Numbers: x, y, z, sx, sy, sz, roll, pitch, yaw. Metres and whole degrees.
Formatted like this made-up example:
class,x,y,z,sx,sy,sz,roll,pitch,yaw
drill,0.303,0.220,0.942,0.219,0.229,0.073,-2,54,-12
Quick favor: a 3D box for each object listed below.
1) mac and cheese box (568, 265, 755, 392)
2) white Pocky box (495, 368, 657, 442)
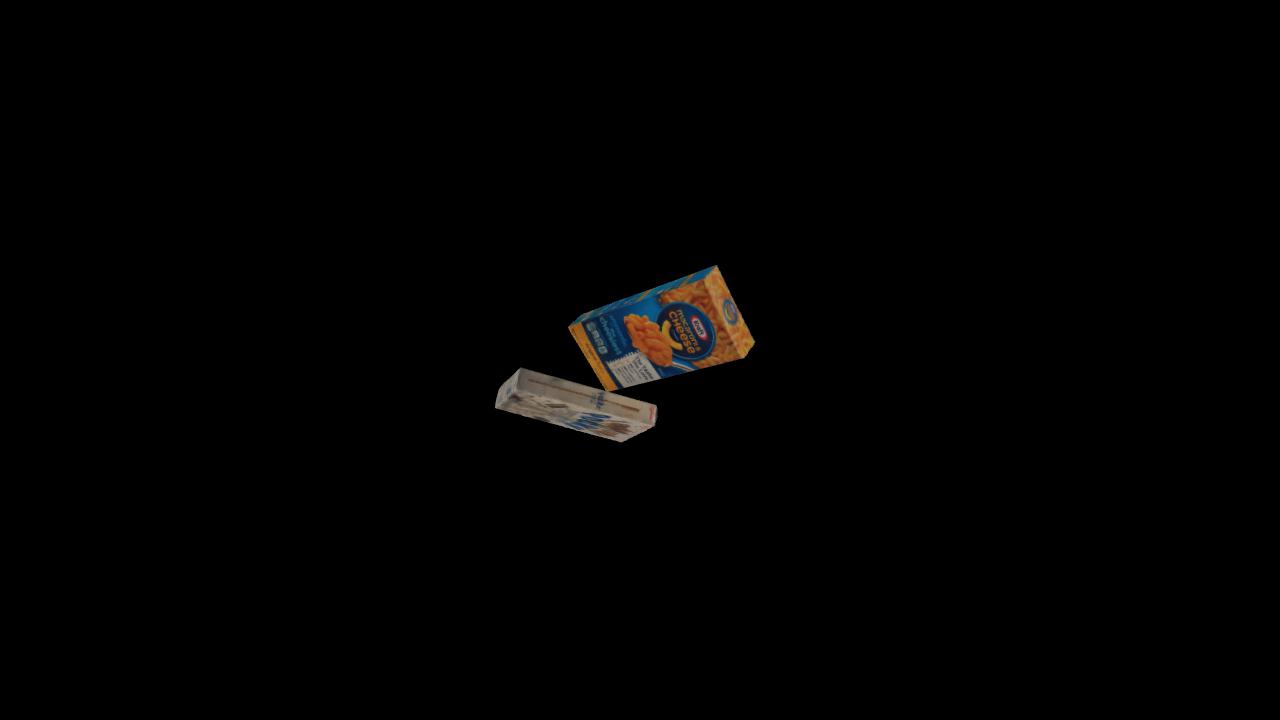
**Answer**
class,x,y,z,sx,sy,sz,roll,pitch,yaw
mac and cheese box,0.018,-0.027,0.652,0.184,0.093,0.041,-16,20,38
white Pocky box,-0.068,0.050,0.652,0.154,0.028,0.084,18,-26,-22
